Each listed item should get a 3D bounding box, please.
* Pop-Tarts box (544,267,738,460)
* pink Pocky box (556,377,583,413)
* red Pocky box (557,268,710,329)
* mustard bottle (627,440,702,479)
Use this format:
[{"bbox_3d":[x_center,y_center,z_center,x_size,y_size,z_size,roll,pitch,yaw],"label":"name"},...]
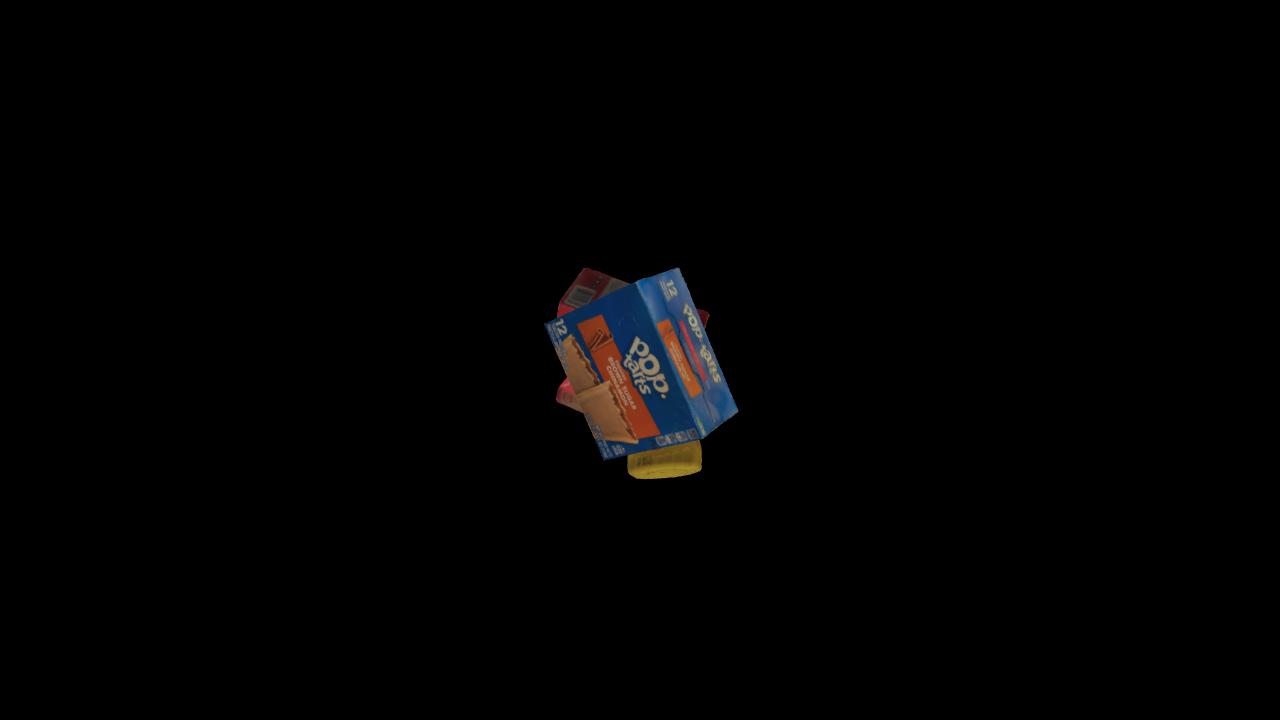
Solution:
[{"bbox_3d":[0.000,0.008,0.655,0.141,0.167,0.083,-19,7,39],"label":"Pop-Tarts box"},{"bbox_3d":[-0.016,0.048,0.757,0.155,0.029,0.084,22,39,10],"label":"pink Pocky box"},{"bbox_3d":[-0.006,-0.048,0.678,0.155,0.028,0.083,21,40,4],"label":"red Pocky box"},{"bbox_3d":[0.029,0.051,0.764,0.092,0.184,0.054,-14,-28,27],"label":"mustard bottle"}]
